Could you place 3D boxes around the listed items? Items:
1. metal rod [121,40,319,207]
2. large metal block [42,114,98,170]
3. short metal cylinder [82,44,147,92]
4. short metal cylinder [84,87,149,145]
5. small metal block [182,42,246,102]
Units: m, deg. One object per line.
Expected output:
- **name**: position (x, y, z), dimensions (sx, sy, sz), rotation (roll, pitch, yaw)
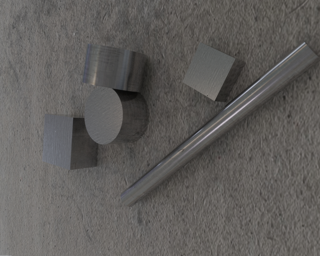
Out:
- **metal rod**: position (0.048, 0.014, 0.365), dimensions (0.299, 0.025, 0.025), rotation (-43, 64, 31)
- **large metal block**: position (-0.147, 0.020, 0.511), dimensions (0.080, 0.050, 0.079), rotation (7, 95, 39)
- **short metal cylinder**: position (-0.062, -0.081, 0.420), dimensions (0.080, 0.081, 0.050), rotation (17, 101, 38)
- **short metal cylinder**: position (-0.062, -0.018, 0.440), dimensions (0.080, 0.050, 0.079), rotation (0, 90, 40)
- **small metal block**: position (0.061, -0.064, 0.355), dimensions (0.050, 0.025, 0.050), rotation (37, 113, 33)
